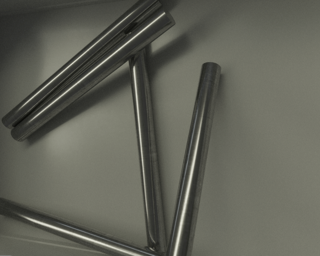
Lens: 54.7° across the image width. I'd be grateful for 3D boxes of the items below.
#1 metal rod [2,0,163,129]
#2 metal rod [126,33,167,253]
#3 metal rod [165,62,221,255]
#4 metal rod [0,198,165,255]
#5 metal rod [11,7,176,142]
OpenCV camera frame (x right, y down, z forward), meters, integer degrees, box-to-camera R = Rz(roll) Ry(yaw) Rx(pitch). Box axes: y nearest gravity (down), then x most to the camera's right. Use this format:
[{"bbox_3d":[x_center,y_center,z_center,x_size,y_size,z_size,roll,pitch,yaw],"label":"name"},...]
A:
[{"bbox_3d":[-0.122,-0.090,0.452,0.300,0.025,0.025,-35,79,16],"label":"metal rod"},{"bbox_3d":[-0.018,0.022,0.415,0.025,0.025,0.298,-7,88,19],"label":"metal rod"},{"bbox_3d":[0.033,0.059,0.332,0.025,0.025,0.299,5,66,19],"label":"metal rod"},{"bbox_3d":[-0.125,0.146,0.437,0.301,0.025,0.025,9,93,25],"label":"metal rod"},{"bbox_3d":[-0.106,-0.062,0.428,0.300,0.025,0.025,-32,80,23],"label":"metal rod"}]
